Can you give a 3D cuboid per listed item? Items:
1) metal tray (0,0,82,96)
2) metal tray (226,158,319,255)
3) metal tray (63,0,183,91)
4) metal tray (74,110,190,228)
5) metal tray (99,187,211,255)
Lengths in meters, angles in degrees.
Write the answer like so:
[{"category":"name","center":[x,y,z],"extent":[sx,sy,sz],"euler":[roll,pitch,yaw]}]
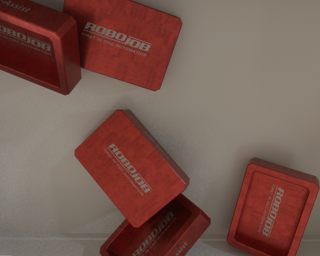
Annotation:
[{"category":"metal tray","center":[-0.152,-0.095,0.332],"extent":[0.131,0.030,0.089],"euler":[22,145,5]},{"category":"metal tray","center":[0.153,0.116,0.428],"extent":[0.090,0.030,0.129],"euler":[17,107,22]},{"category":"metal tray","center":[-0.049,-0.107,0.367],"extent":[0.131,0.030,0.089],"euler":[17,111,-7]},{"category":"metal tray","center":[-0.037,0.051,0.402],"extent":[0.090,0.030,0.130],"euler":[-43,83,13]},{"category":"metal tray","center":[-0.009,0.140,0.402],"extent":[0.130,0.090,0.030],"euler":[-47,128,-10]}]
